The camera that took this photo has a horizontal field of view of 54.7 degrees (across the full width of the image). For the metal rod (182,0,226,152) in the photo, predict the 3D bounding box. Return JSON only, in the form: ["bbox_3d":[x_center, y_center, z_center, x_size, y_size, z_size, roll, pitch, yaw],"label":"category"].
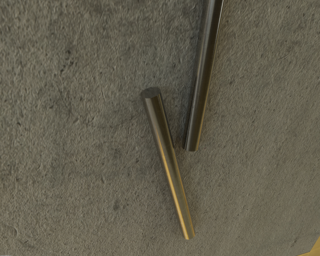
[{"bbox_3d":[0.058,-0.102,0.376,0.025,0.025,0.298,-8,122,-24],"label":"metal rod"}]

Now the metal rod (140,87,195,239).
[{"bbox_3d":[0.020,0.073,0.464,0.025,0.025,0.298,-25,128,-13],"label":"metal rod"}]
